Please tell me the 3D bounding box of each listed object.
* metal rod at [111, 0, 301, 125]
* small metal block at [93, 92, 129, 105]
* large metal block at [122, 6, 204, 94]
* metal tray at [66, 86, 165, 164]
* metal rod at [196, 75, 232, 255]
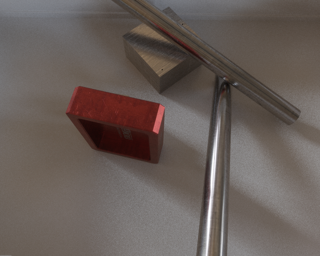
[{"bbox_3d":[0.053,-0.097,0.395,0.301,0.025,0.025,34,73,-6],"label":"metal rod"},{"bbox_3d":[-0.065,-0.024,0.404,0.050,0.050,0.025,8,70,2],"label":"small metal block"},{"bbox_3d":[0.006,-0.109,0.436,0.080,0.050,0.080,-37,74,-13],"label":"large metal block"},{"bbox_3d":[-0.043,0.003,0.352,0.090,0.130,0.030,13,71,4],"label":"metal tray"},{"bbox_3d":[0.063,0.029,0.335,0.025,0.025,0.300,11,45,4],"label":"metal rod"}]
